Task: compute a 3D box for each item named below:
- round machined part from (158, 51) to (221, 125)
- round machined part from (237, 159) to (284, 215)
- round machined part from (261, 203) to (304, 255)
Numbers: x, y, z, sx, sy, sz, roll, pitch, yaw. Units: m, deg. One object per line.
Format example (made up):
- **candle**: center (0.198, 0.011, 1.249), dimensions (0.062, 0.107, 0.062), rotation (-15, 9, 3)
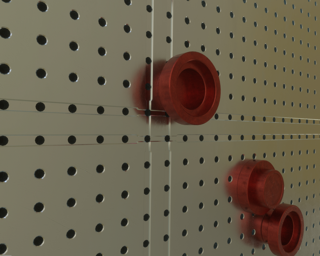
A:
- **round machined part**: center (0.036, -0.053, 0.427), dimensions (0.099, 0.042, 0.097), rotation (0, 90, -40)
- **round machined part**: center (0.185, 0.106, 0.551), dimensions (0.099, 0.042, 0.097), rotation (0, 90, -40)
- **round machined part**: center (0.230, 0.192, 0.589), dimensions (0.099, 0.042, 0.097), rotation (0, 90, -40)
